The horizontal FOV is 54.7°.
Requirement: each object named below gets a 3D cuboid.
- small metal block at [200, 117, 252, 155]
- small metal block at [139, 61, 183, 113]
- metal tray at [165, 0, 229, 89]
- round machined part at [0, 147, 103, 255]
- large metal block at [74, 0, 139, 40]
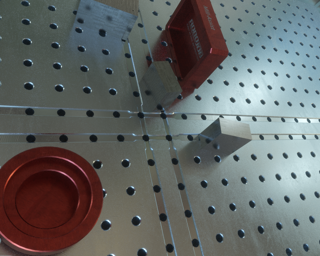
[{"bbox_3d":[0.092,0.012,0.436,0.050,0.050,0.025,12,57,-23],"label":"small metal block"},{"bbox_3d":[0.000,-0.057,0.428,0.025,0.050,0.050,-10,67,-33],"label":"small metal block"},{"bbox_3d":[0.052,-0.138,0.480,0.030,0.090,0.130,3,61,-27],"label":"metal tray"},{"bbox_3d":[-0.108,0.070,0.297,0.099,0.042,0.098,14,56,-21],"label":"round machined part"},{"bbox_3d":[-0.079,-0.190,0.467,0.081,0.050,0.080,13,56,-22],"label":"large metal block"}]
